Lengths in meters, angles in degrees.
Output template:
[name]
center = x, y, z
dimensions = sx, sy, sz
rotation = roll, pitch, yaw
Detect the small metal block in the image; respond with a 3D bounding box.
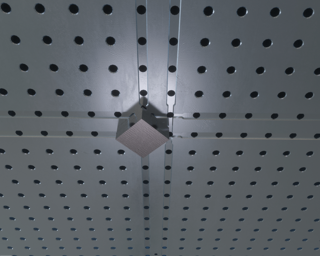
[small metal block]
center = -0.023, 0.007, 0.417
dimensions = 0.050, 0.025, 0.050
rotation = -37, 121, 27
